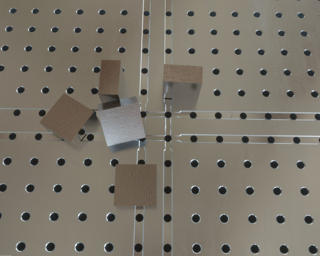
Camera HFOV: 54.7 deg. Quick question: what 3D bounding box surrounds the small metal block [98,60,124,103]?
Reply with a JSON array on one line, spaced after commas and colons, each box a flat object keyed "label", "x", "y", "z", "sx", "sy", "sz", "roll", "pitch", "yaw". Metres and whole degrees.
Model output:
[{"label": "small metal block", "x": -0.064, "y": -0.057, "z": 0.418, "sx": 0.025, "sy": 0.050, "sz": 0.050, "roll": 1, "pitch": 70, "yaw": 0}]

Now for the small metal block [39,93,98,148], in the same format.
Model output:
[{"label": "small metal block", "x": -0.121, "y": -0.010, "z": 0.414, "sx": 0.050, "sy": 0.025, "sz": 0.050, "roll": 31, "pitch": 73, "yaw": 10}]

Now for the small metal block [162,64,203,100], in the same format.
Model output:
[{"label": "small metal block", "x": 0.030, "y": -0.061, "z": 0.421, "sx": 0.050, "sy": 0.050, "sz": 0.025, "roll": 4, "pitch": 70, "yaw": 1}]

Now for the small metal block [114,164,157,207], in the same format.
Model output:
[{"label": "small metal block", "x": -0.029, "y": 0.072, "z": 0.385, "sx": 0.050, "sy": 0.025, "sz": 0.050, "roll": 0, "pitch": 70, "yaw": -1}]

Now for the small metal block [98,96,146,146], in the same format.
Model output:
[{"label": "small metal block", "x": -0.049, "y": -0.009, "z": 0.399, "sx": 0.050, "sy": 0.050, "sz": 0.025, "roll": -13, "pitch": 27, "yaw": -5}]
